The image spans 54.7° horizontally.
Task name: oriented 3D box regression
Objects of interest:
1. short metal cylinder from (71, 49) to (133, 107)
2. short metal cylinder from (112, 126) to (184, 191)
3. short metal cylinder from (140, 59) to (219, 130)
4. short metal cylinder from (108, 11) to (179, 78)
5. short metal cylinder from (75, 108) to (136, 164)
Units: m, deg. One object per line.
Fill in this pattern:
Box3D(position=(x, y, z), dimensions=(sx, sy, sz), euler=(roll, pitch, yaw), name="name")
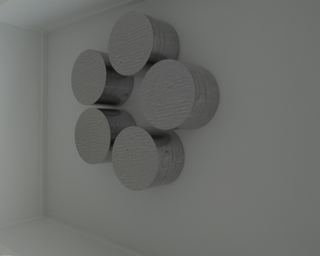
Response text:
Box3D(position=(-0.087, -0.072, 0.460), dimensions=(0.080, 0.050, 0.080), euler=(0, 90, 40), name="short metal cylinder")
Box3D(position=(-0.016, 0.037, 0.402), dimensions=(0.080, 0.050, 0.080), euler=(0, 90, 40), name="short metal cylinder")
Box3D(position=(0.022, -0.038, 0.370), dimensions=(0.080, 0.050, 0.080), euler=(0, 90, 40), name="short metal cylinder")
Box3D(position=(-0.022, -0.106, 0.406), dimensions=(0.080, 0.050, 0.080), euler=(0, 90, 40), name="short metal cylinder")
Box3D(position=(-0.080, 0.011, 0.454), dimensions=(0.080, 0.050, 0.080), euler=(0, 90, 40), name="short metal cylinder")
